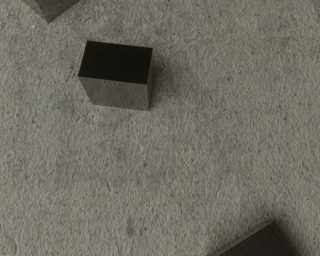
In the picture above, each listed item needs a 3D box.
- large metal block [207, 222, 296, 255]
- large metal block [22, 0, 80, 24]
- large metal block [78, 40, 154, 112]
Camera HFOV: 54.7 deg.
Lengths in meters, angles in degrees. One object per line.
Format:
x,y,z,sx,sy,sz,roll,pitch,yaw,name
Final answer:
0.106,0.160,0.337,0.080,0.050,0.080,-27,73,-10,large metal block
-0.174,-0.222,0.475,0.080,0.050,0.080,43,75,14,large metal block
-0.052,-0.064,0.402,0.080,0.080,0.050,7,70,2,large metal block
